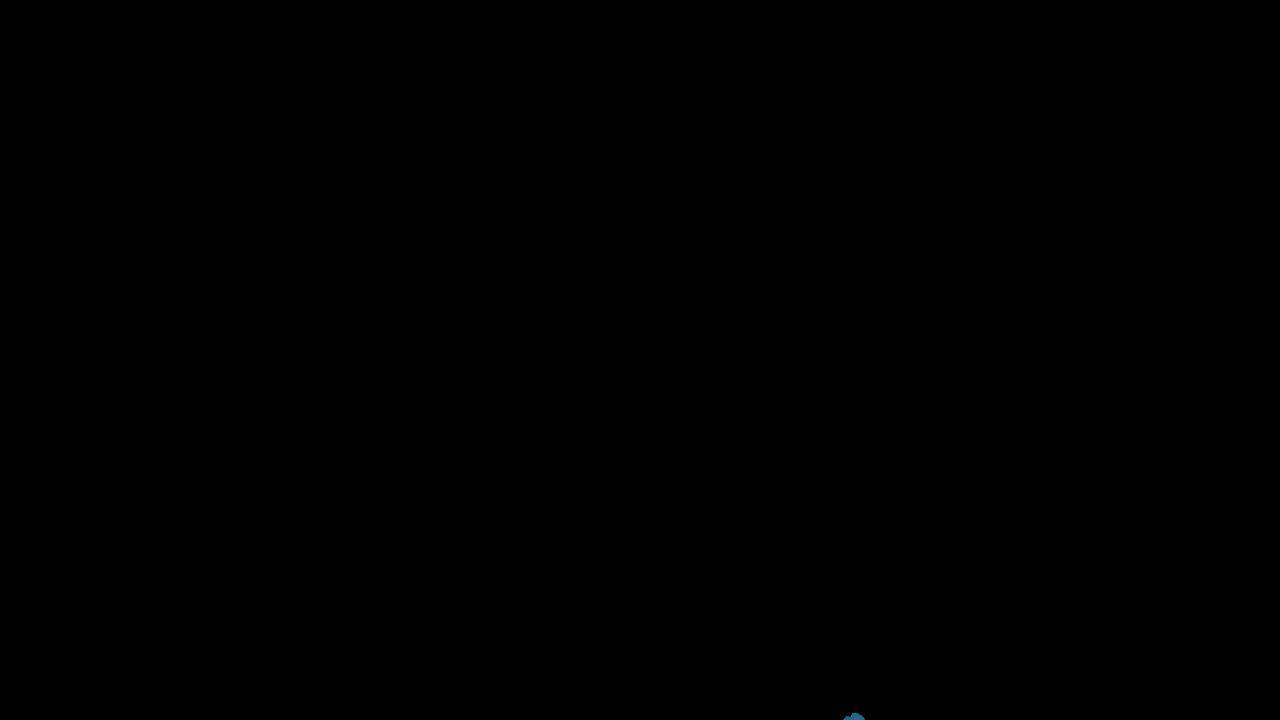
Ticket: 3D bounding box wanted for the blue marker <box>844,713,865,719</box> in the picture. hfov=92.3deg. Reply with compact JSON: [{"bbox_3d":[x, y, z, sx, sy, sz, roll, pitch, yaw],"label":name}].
[{"bbox_3d":[0.135,0.295,0.406,0.020,0.020,0.121,0,35,29],"label":"blue marker"}]
